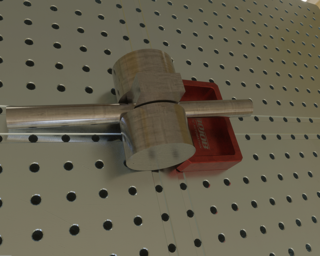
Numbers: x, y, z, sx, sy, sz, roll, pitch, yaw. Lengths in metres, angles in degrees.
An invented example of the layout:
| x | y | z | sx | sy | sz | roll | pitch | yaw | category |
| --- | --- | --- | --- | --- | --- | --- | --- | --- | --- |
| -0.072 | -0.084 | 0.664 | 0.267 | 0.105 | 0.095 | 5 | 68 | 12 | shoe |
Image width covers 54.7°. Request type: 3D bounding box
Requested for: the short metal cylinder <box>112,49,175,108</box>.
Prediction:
| x | y | z | sx | sy | sz | roll | pitch | yaw | category |
| --- | --- | --- | --- | --- | --- | --- | --- | --- | --- |
| -0.017 | -0.055 | 0.395 | 0.081 | 0.080 | 0.050 | 1 | 62 | -28 | short metal cylinder |

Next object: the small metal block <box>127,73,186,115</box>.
| x | y | z | sx | sy | sz | roll | pitch | yaw | category |
| --- | --- | --- | --- | --- | --- | --- | --- | --- | --- |
| -0.006 | -0.037 | 0.351 | 0.050 | 0.050 | 0.025 | -4 | 63 | -21 | small metal block |

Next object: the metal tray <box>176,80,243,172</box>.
| x | y | z | sx | sy | sz | roll | pitch | yaw | category |
| --- | --- | --- | --- | --- | --- | --- | --- | --- | --- |
| 0.055 | -0.006 | 0.438 | 0.091 | 0.030 | 0.130 | 1 | 61 | -28 | metal tray |

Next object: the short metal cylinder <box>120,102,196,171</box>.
| x | y | z | sx | sy | sz | roll | pitch | yaw | category |
| --- | --- | --- | --- | --- | --- | --- | --- | --- | --- |
| -0.003 | 0.012 | 0.363 | 0.081 | 0.080 | 0.050 | 1 | 61 | -28 | short metal cylinder |

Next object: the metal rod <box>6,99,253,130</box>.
| x | y | z | sx | sy | sz | roll | pitch | yaw | category |
| --- | --- | --- | --- | --- | --- | --- | --- | --- | --- |
| -0.019 | -0.019 | 0.379 | 0.303 | 0.025 | 0.025 | -3 | 63 | -20 | metal rod |
